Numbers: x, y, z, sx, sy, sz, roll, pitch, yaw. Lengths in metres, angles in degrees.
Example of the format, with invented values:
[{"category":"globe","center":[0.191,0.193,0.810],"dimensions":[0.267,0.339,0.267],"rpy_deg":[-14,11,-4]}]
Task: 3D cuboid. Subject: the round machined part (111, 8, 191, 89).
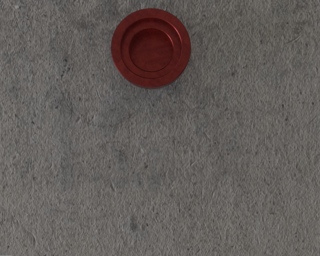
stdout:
[{"category":"round machined part","center":[-0.011,-0.099,0.401],"dimensions":[0.099,0.042,0.097],"rpy_deg":[0,90,0]}]
